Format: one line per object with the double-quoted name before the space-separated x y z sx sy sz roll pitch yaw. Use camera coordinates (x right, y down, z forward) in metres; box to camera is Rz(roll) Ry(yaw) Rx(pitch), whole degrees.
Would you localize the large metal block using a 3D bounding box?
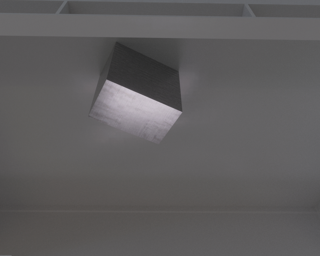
"large metal block" -0.025 -0.039 0.339 0.080 0.080 0.050 22 127 -18
